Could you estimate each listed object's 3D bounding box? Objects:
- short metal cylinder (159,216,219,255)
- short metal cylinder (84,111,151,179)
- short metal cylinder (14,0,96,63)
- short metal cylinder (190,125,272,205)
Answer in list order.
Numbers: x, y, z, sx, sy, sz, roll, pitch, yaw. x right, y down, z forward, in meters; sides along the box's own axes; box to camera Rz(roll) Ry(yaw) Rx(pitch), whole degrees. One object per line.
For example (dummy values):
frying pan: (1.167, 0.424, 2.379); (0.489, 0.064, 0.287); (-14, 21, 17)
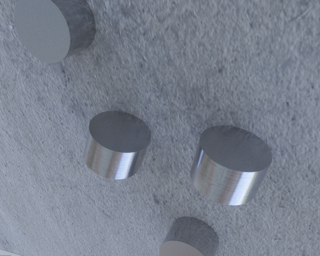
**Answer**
short metal cylinder: (0.046, 0.185, 0.480); (0.080, 0.050, 0.079); (13, 124, 20)
short metal cylinder: (-0.057, 0.022, 0.413); (0.080, 0.080, 0.050); (28, 128, 10)
short metal cylinder: (-0.127, -0.126, 0.378); (0.080, 0.050, 0.079); (13, 124, 20)
short metal cylinder: (0.079, 0.040, 0.354); (0.080, 0.080, 0.050); (21, 126, 15)
